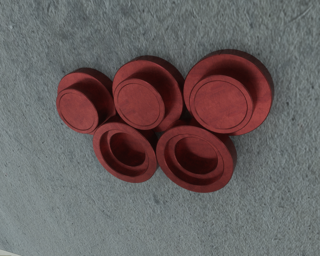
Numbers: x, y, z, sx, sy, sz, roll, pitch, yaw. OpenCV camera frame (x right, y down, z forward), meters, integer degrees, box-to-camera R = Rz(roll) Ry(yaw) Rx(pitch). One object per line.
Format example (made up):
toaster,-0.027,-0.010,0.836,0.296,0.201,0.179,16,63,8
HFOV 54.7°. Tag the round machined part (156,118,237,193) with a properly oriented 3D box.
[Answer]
round machined part,0.048,0.030,0.390,0.098,0.042,0.097,13,124,20

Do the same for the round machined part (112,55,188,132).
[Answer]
round machined part,-0.017,-0.037,0.383,0.098,0.042,0.097,13,124,20

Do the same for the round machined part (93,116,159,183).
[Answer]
round machined part,-0.041,0.026,0.433,0.098,0.042,0.097,13,124,20

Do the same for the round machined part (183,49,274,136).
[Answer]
round machined part,0.071,-0.033,0.339,0.098,0.042,0.097,13,124,20

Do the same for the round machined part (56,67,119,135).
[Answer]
round machined part,-0.104,-0.031,0.431,0.098,0.042,0.097,13,124,20
